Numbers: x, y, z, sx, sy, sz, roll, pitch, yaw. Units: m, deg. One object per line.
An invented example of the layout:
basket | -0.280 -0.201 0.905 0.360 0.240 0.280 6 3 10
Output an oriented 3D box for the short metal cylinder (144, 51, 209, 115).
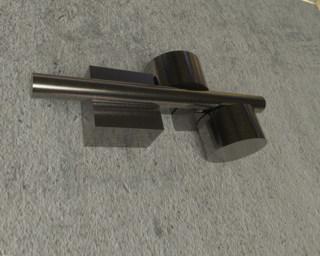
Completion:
short metal cylinder | 0.022 -0.059 0.420 0.081 0.080 0.050 2 61 -28

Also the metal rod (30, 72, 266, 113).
metal rod | 0.009 -0.037 0.369 0.303 0.025 0.025 2 61 -29

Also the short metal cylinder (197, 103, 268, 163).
short metal cylinder | 0.096 0.009 0.418 0.081 0.080 0.050 0 62 -29

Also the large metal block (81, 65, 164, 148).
large metal block | -0.049 -0.023 0.374 0.081 0.050 0.080 3 60 -27

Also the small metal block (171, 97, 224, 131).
small metal block | 0.051 -0.018 0.428 0.050 0.050 0.025 1 62 -28
